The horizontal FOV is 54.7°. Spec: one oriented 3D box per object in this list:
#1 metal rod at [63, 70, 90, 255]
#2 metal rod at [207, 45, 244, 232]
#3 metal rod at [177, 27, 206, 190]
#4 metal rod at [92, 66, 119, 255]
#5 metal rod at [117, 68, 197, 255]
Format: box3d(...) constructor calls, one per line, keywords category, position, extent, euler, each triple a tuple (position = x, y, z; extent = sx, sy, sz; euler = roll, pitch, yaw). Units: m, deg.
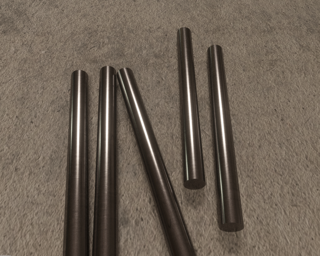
box3d(category="metal rod", position=(-0.098, 0.036, 0.371), extent=(0.025, 0.025, 0.300), euler=(-6, 50, -6))
box3d(category="metal rod", position=(0.082, -0.012, 0.414), extent=(0.025, 0.025, 0.300), euler=(3, 50, 2))
box3d(category="metal rod", position=(0.041, -0.051, 0.446), extent=(0.025, 0.025, 0.300), euler=(1, 50, 0))
box3d(category="metal rod", position=(-0.065, 0.029, 0.377), extent=(0.025, 0.025, 0.300), euler=(-4, 50, -4))
box3d(category="metal rod", position=(-0.013, 0.029, 0.378), extent=(0.025, 0.025, 0.300), euler=(-12, 51, -10))
